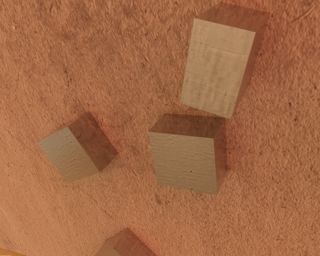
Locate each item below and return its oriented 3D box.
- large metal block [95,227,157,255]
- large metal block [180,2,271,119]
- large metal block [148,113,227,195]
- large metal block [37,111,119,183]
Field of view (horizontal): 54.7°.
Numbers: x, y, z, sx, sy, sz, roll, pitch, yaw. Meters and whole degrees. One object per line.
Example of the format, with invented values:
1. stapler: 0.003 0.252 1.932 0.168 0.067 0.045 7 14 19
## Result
1. large metal block: -0.065 0.242 0.575 0.080 0.050 0.080 46 129 -4
2. large metal block: 0.063 -0.067 0.296 0.050 0.080 0.079 19 126 17
3. large metal block: 0.038 0.031 0.390 0.080 0.050 0.079 5 121 25
4. large metal block: -0.126 0.031 0.476 0.080 0.050 0.080 -22 107 36
